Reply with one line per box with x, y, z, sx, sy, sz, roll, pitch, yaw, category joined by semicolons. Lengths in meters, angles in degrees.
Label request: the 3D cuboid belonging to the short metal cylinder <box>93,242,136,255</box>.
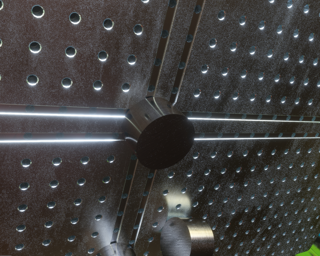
-0.072;0.235;0.503;0.081;0.050;0.079;-14;125;-21;short metal cylinder

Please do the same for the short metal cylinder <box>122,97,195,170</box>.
-0.002;0.006;0.399;0.081;0.050;0.079;-14;125;-21;short metal cylinder

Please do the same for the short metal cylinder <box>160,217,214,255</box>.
0.045;0.192;0.521;0.050;0.080;0.080;14;111;-34;short metal cylinder
